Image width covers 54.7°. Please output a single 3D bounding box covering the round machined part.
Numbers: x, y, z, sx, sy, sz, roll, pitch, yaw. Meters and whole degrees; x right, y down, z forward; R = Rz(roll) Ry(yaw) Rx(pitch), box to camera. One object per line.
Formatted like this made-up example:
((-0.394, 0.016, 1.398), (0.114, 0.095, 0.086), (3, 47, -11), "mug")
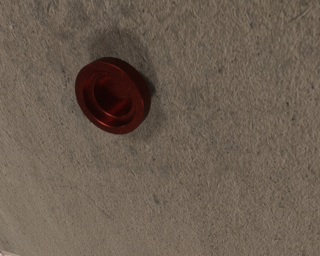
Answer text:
((-0.055, -0.044, 0.396), (0.098, 0.042, 0.097), (13, 124, 20), "round machined part")
